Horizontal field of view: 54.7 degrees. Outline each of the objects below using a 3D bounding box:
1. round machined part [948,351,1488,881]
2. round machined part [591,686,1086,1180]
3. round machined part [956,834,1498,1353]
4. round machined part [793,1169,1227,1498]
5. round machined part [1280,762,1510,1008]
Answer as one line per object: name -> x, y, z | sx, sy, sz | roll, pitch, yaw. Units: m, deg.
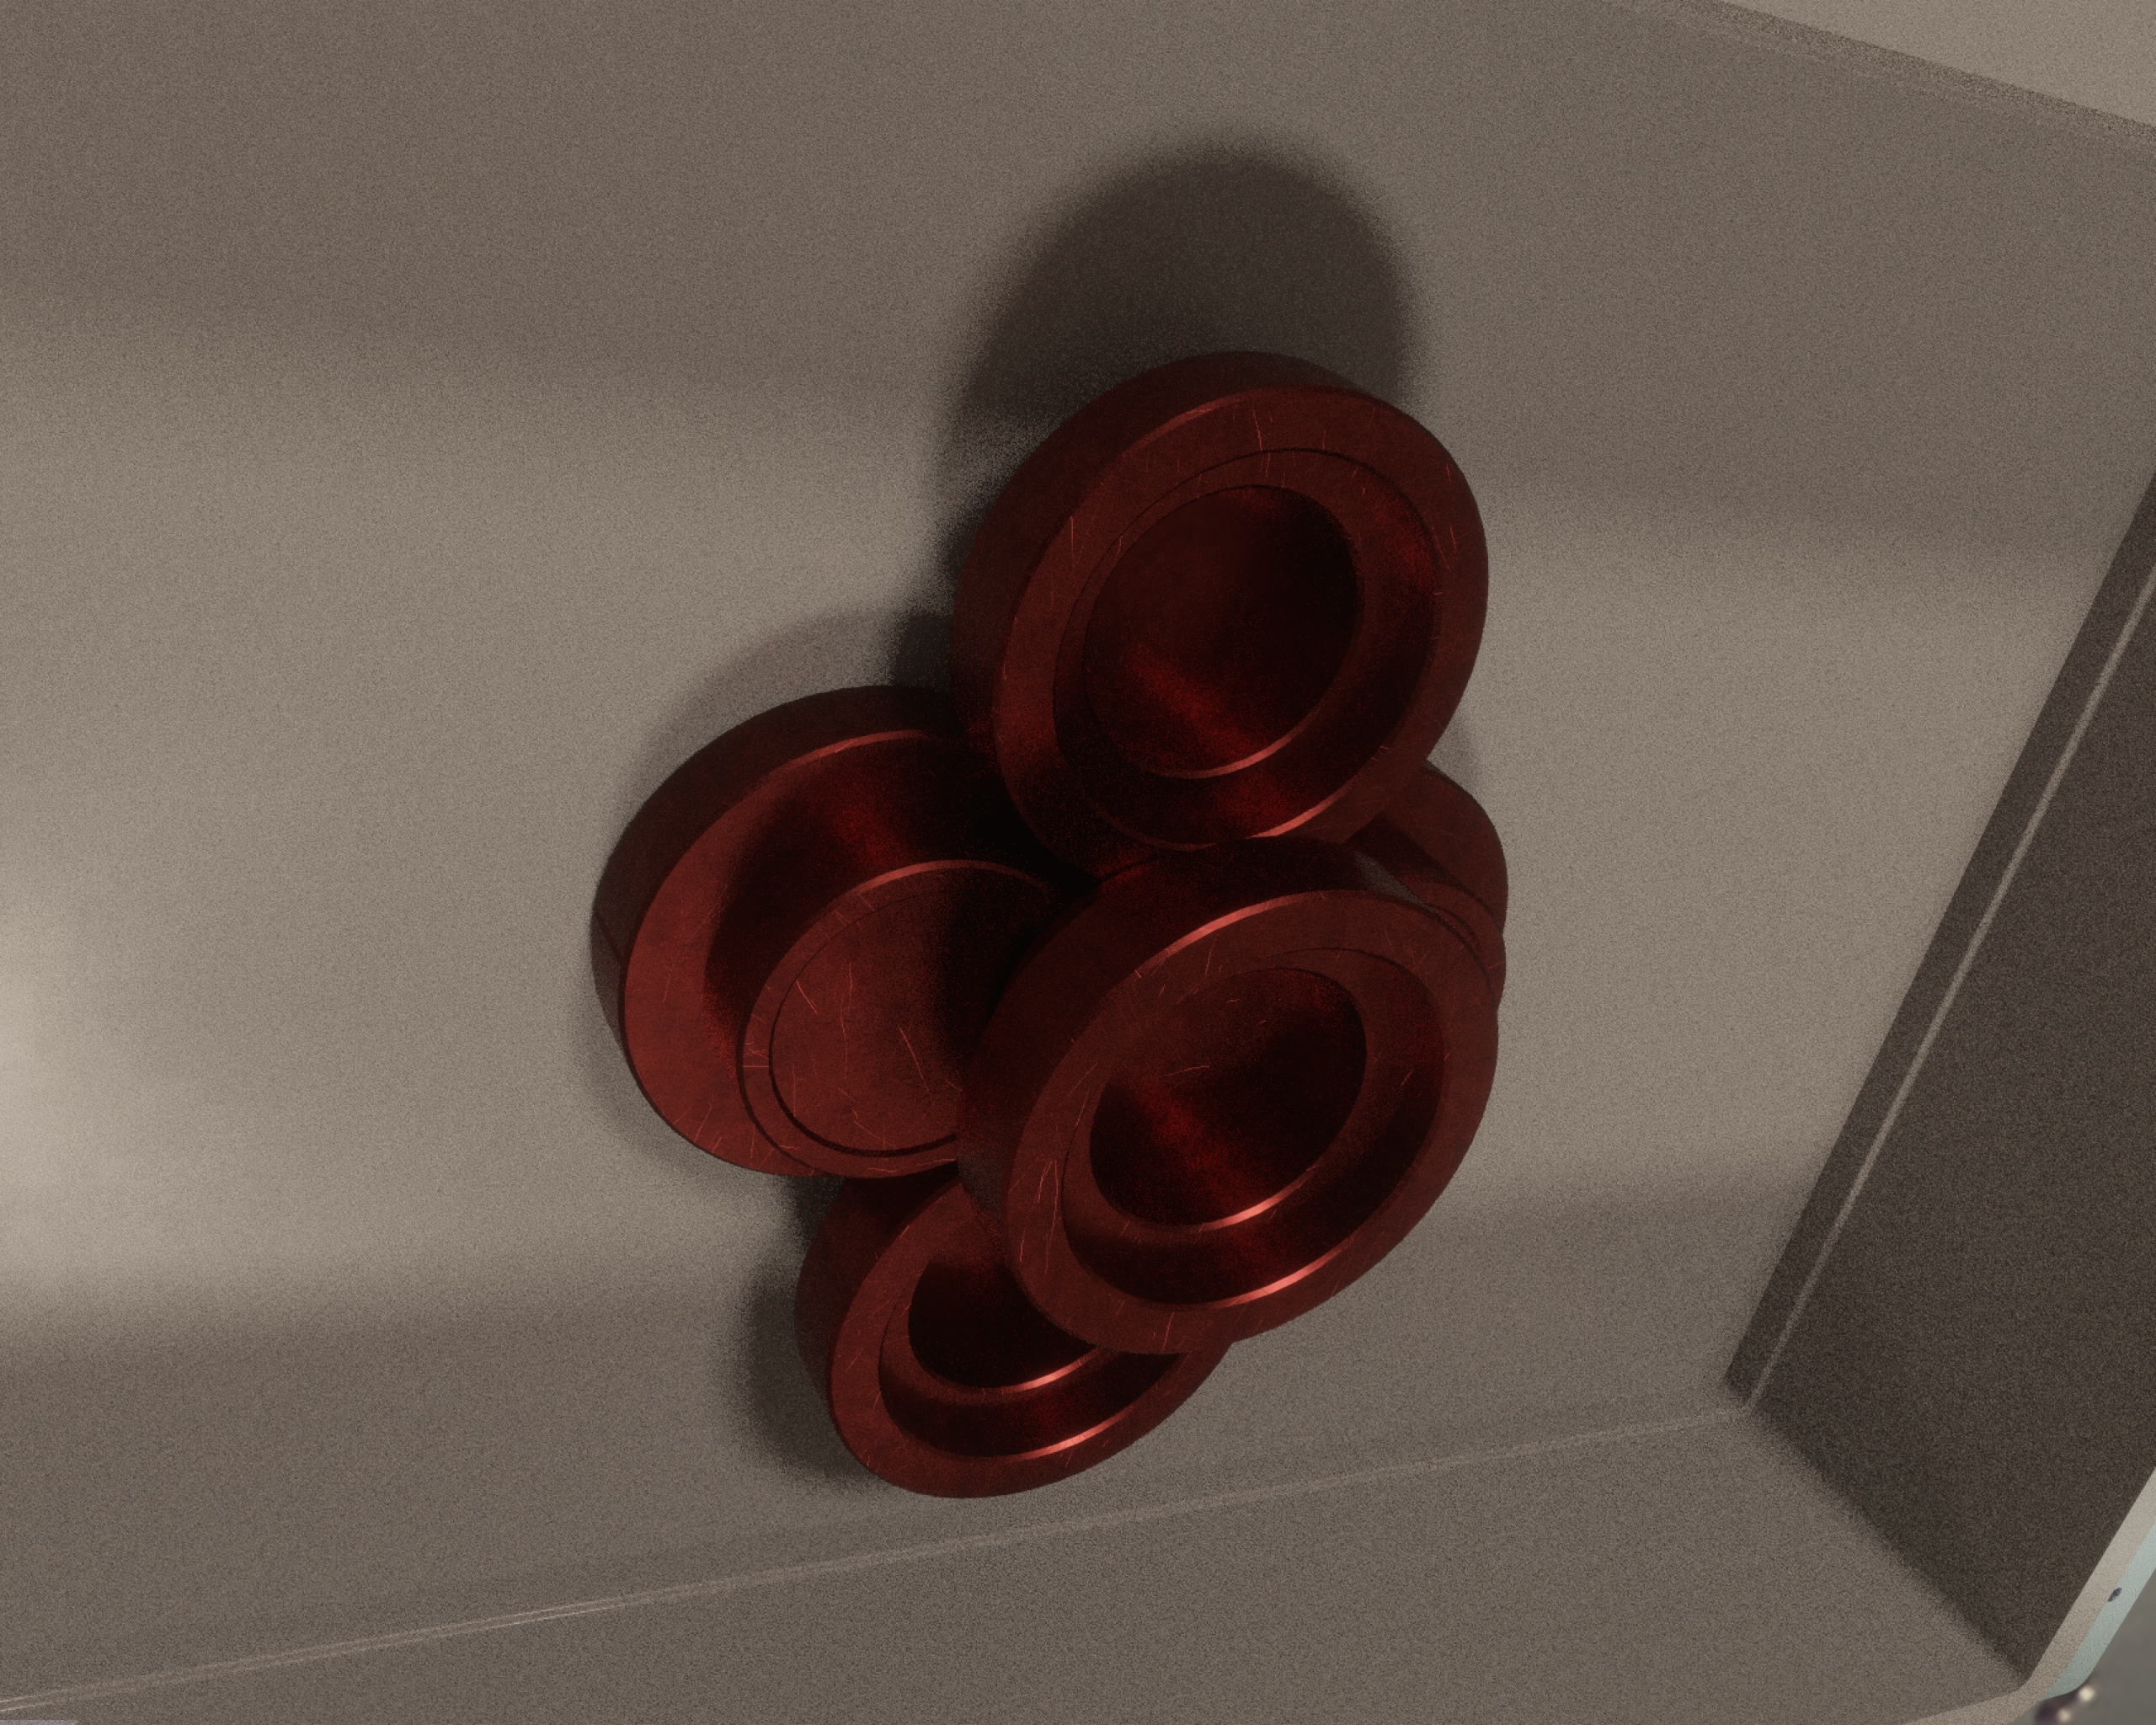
round machined part -> 0.022, -0.046, 0.380 | 0.099, 0.042, 0.097 | -14, 125, -21
round machined part -> -0.037, 0.020, 0.389 | 0.099, 0.042, 0.097 | -14, 125, -21
round machined part -> 0.023, 0.037, 0.378 | 0.099, 0.042, 0.097 | -14, 125, -21
round machined part -> -0.013, 0.083, 0.441 | 0.099, 0.042, 0.097 | -14, 125, -21
round machined part -> 0.050, 0.023, 0.438 | 0.099, 0.042, 0.097 | -14, 125, -21
